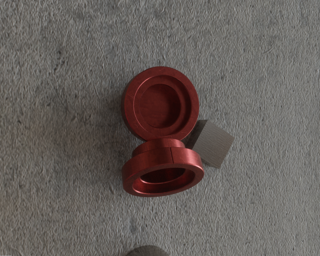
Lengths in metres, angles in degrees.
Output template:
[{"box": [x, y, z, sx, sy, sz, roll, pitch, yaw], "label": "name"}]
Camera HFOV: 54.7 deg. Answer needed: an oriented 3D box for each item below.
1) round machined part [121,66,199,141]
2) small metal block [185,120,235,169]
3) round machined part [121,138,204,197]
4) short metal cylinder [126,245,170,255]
[{"box": [-0.003, -0.028, 0.400, 0.099, 0.042, 0.097, 0, 90, -21], "label": "round machined part"}, {"box": [0.069, 0.023, 0.436, 0.050, 0.025, 0.050, 32, 79, -18], "label": "small metal block"}, {"box": [0.002, 0.047, 0.381, 0.099, 0.097, 0.042, 2, 56, -21], "label": "round machined part"}, {"box": [-0.011, 0.198, 0.393, 0.081, 0.050, 0.079, 0, 90, -21], "label": "short metal cylinder"}]
